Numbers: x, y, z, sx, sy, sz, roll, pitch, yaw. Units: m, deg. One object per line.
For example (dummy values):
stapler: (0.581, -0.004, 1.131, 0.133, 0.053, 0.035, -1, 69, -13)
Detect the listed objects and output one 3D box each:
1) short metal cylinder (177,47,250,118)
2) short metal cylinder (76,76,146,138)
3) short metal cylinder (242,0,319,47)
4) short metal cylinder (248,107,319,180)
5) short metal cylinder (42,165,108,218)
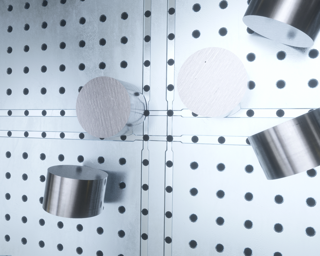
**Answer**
short metal cylinder: (0.066, -0.052, 0.376, 0.080, 0.050, 0.079, 0, 90, 20)
short metal cylinder: (-0.066, -0.027, 0.422, 0.080, 0.050, 0.079, 0, 90, 20)
short metal cylinder: (0.138, -0.127, 0.335, 0.080, 0.080, 0.050, 27, 99, 18)
short metal cylinder: (0.143, 0.017, 0.333, 0.080, 0.080, 0.050, -25, 82, 18)
short metal cylinder: (-0.115, 0.084, 0.424, 0.080, 0.080, 0.050, 10, 94, 19)
